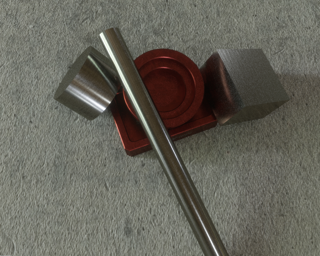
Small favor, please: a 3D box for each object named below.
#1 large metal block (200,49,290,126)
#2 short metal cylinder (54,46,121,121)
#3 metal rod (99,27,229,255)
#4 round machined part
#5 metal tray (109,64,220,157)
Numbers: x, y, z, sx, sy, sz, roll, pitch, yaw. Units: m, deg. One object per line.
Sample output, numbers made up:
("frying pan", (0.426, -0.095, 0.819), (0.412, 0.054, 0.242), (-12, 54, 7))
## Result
("large metal block", (0.105, -0.054, 0.399), (0.081, 0.050, 0.080), (-10, 68, -32))
("short metal cylinder", (-0.089, -0.056, 0.393), (0.050, 0.080, 0.080), (35, 69, -26))
("metal rod", (0.006, 0.026, 0.354), (0.025, 0.025, 0.299), (-26, 89, -9))
("round machined part", (0.003, -0.046, 0.392), (0.099, 0.042, 0.097), (0, 85, -5))
("metal tray", (0.003, -0.026, 0.416), (0.131, 0.030, 0.090), (-19, 71, -8))
